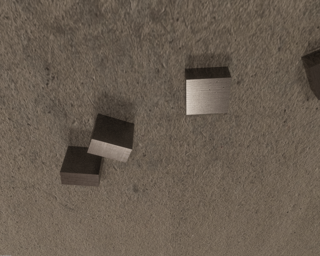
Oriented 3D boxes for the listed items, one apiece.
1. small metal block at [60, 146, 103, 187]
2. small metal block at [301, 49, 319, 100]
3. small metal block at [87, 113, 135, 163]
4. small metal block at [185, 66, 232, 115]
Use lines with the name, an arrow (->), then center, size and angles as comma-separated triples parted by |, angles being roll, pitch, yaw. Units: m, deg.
small metal block -> -0.108, 0.053, 0.435 | 0.050, 0.050, 0.025 | 5, 130, -5
small metal block -> 0.197, -0.066, 0.354 | 0.050, 0.025, 0.050 | -23, 127, 18
small metal block -> -0.062, 0.012, 0.401 | 0.050, 0.050, 0.025 | 16, 128, -14
small metal block -> 0.056, -0.044, 0.371 | 0.050, 0.025, 0.050 | -3, 130, 2
